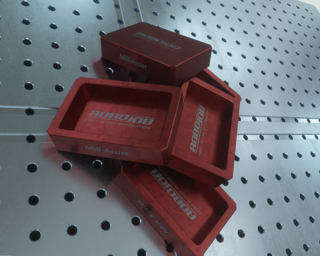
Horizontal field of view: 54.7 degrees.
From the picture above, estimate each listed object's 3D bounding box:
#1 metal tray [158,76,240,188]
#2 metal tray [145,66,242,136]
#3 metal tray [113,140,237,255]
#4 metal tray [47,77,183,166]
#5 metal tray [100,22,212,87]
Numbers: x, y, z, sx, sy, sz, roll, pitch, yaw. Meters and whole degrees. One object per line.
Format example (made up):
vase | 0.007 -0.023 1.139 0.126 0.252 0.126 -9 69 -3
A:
metal tray | 0.052 0.000 0.396 0.090 0.030 0.130 26 52 -13
metal tray | 0.052 -0.055 0.468 0.130 0.030 0.090 40 51 -2
metal tray | 0.020 0.077 0.370 0.130 0.030 0.091 48 51 5
metal tray | -0.046 -0.011 0.349 0.131 0.030 0.090 7 53 11
metal tray | -0.006 -0.106 0.429 0.130 0.030 0.091 29 44 29
